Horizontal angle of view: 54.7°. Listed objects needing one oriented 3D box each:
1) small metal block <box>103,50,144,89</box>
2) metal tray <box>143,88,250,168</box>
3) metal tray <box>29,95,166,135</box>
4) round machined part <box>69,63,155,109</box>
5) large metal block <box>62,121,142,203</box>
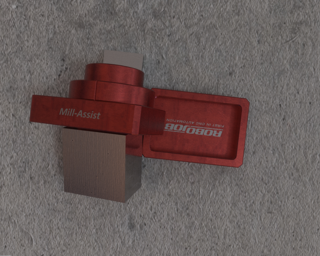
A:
[{"bbox_3d":[-0.049,-0.074,0.411,0.050,0.025,0.050,7,90,-1],"label":"small metal block"},{"bbox_3d":[0.045,0.000,0.409,0.131,0.030,0.089,6,90,-1],"label":"metal tray"},{"bbox_3d":[-0.069,-0.014,0.361,0.130,0.090,0.030,7,91,18],"label":"metal tray"},{"bbox_3d":[-0.054,-0.048,0.363,0.099,0.098,0.042,6,90,-1],"label":"round machined part"},{"bbox_3d":[-0.069,0.038,0.379,0.080,0.050,0.079,6,103,17],"label":"large metal block"}]
